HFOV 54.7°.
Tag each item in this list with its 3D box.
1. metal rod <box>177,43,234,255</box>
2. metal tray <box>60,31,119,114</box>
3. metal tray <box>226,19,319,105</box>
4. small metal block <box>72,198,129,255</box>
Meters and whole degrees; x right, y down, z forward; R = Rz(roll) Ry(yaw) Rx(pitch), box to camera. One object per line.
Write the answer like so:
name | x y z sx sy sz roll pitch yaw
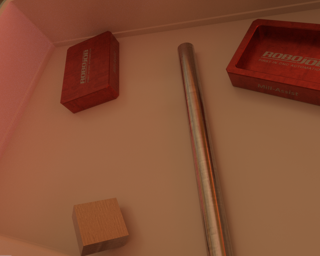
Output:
metal rod | 0.048 0.009 0.373 0.025 0.025 0.299 -17 55 18
metal tray | -0.115 -0.095 0.519 0.090 0.030 0.130 -17 55 18
metal tray | 0.158 -0.082 0.369 0.130 0.030 0.090 20 72 35
small metal block | -0.069 0.112 0.354 0.050 0.025 0.050 -4 46 -27
